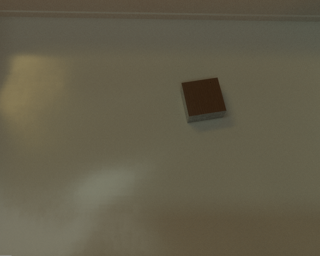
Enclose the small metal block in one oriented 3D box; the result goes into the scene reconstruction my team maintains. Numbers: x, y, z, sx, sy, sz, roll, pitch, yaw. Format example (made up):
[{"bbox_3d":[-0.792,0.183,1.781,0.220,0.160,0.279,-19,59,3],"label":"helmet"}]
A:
[{"bbox_3d":[0.058,-0.038,0.424,0.050,0.025,0.050,-9,70,-4],"label":"small metal block"}]
